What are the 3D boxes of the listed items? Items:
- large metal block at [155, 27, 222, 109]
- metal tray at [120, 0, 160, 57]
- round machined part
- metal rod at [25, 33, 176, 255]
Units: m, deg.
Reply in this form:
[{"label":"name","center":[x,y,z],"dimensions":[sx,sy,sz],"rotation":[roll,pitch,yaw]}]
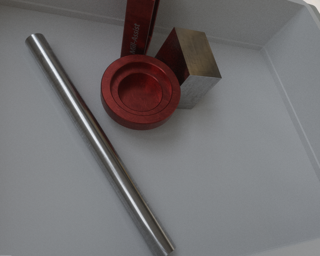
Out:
[{"label":"large metal block","center":[0.033,-0.082,0.440],"dimensions":[0.050,0.080,0.080],"rotation":[0,62,-29]},{"label":"metal tray","center":[-0.024,-0.146,0.414],"dimensions":[0.030,0.129,0.090],"rotation":[15,54,-3]},{"label":"round machined part","center":[-0.026,-0.042,0.397],"dimensions":[0.099,0.042,0.098],"rotation":[5,67,-11]},{"label":"metal rod","center":[-0.075,0.012,0.358],"dimensions":[0.025,0.025,0.299],"rotation":[-25,76,-37]}]
